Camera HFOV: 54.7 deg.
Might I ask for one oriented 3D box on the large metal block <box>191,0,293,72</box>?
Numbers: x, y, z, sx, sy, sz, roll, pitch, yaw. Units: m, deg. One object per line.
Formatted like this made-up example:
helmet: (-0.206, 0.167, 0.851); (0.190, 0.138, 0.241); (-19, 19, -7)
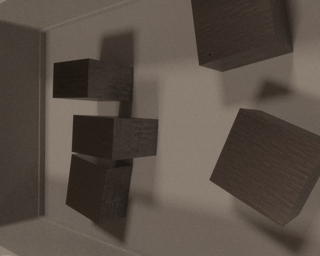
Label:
large metal block: (0.083, -0.110, 0.321); (0.080, 0.050, 0.080); (-10, 84, 39)

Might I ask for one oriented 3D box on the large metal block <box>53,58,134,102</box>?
large metal block: (-0.096, -0.066, 0.448); (0.080, 0.081, 0.050); (4, 93, 39)

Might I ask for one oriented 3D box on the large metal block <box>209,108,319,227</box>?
large metal block: (0.107, 0.034, 0.301); (0.080, 0.050, 0.079); (31, 109, 35)

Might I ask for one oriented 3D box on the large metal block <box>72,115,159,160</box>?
large metal block: (-0.060, 0.010, 0.418); (0.080, 0.081, 0.050); (6, 94, 39)

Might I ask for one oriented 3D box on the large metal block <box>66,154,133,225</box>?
large metal block: (-0.092, 0.086, 0.464); (0.080, 0.050, 0.079); (15, 99, 38)
